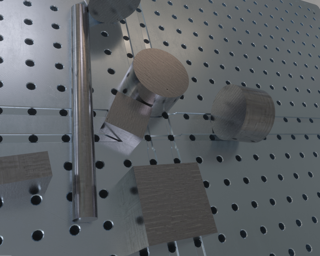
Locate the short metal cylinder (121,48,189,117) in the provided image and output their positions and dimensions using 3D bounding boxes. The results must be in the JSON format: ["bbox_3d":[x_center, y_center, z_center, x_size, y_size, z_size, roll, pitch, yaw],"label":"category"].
[{"bbox_3d":[-0.008,-0.062,0.426,0.081,0.050,0.080,14,56,-21],"label":"short metal cylinder"}]

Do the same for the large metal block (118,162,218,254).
[{"bbox_3d":[0.006,0.086,0.343,0.081,0.050,0.080,0,62,-28],"label":"large metal block"}]

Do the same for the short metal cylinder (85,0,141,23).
[{"bbox_3d":[-0.074,-0.203,0.456,0.081,0.080,0.050,-12,68,-33],"label":"short metal cylinder"}]

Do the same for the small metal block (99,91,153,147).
[{"bbox_3d":[-0.042,-0.011,0.392,0.050,0.025,0.050,25,53,-13],"label":"small metal block"}]

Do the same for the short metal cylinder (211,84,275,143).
[{"bbox_3d":[0.118,-0.020,0.448,0.050,0.080,0.080,7,59,-25],"label":"short metal cylinder"}]

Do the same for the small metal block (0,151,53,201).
[{"bbox_3d":[-0.133,0.046,0.292,0.050,0.050,0.025,-6,65,-31],"label":"small metal block"}]

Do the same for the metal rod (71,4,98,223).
[{"bbox_3d":[-0.096,-0.039,0.380,0.025,0.025,0.299,5,59,-26],"label":"metal rod"}]
